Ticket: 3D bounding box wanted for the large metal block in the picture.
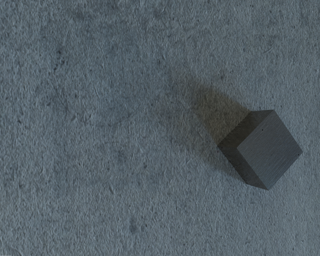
[{"bbox_3d":[0.146,0.030,0.451,0.080,0.050,0.080,-42,104,-15],"label":"large metal block"}]
